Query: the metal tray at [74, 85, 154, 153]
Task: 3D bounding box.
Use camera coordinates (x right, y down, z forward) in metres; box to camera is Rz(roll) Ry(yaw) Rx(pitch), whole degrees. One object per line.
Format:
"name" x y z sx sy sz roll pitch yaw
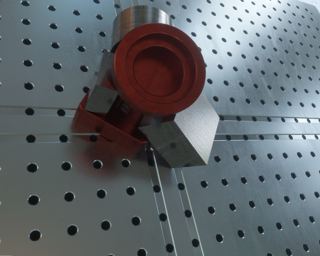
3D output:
"metal tray" -0.041 -0.042 0.410 0.090 0.030 0.130 30 52 -9

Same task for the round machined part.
"round machined part" -0.004 -0.059 0.337 0.099 0.042 0.097 3 81 -17

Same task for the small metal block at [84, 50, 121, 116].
"small metal block" -0.062 -0.050 0.350 0.025 0.050 0.050 18 55 -19

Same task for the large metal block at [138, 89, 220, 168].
"large metal block" 0.028 -0.007 0.390 0.080 0.050 0.080 52 44 -32

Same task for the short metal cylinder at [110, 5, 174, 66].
"short metal cylinder" -0.021 -0.103 0.387 0.081 0.080 0.050 13 57 -22
